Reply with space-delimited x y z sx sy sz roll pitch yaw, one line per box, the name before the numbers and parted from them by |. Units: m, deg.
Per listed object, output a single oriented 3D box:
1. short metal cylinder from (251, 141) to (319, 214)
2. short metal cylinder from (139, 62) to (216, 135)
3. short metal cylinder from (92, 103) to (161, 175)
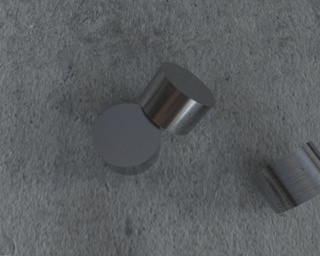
short metal cylinder | 0.155 0.057 0.360 0.080 0.080 0.050 -27 73 -10
short metal cylinder | 0.022 -0.037 0.386 0.080 0.080 0.050 47 119 14
short metal cylinder | -0.039 0.015 0.389 0.081 0.050 0.080 0 70 0
